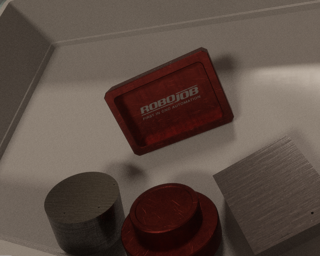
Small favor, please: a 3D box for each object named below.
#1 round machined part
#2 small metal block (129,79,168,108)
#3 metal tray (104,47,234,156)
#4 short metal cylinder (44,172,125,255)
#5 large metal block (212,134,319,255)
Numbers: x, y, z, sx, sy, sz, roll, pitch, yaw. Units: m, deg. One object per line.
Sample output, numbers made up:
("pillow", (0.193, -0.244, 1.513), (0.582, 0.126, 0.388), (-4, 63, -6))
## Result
("round machined part", (0.008, 0.091, 0.305), (0.098, 0.042, 0.098), (-12, 26, 6))
("small metal block", (-0.014, -0.042, 0.422), (0.050, 0.050, 0.025), (-7, 59, 24))
("metal tray", (0.011, -0.029, 0.374), (0.130, 0.090, 0.030), (-21, 18, 15))
("short metal cylinder", (-0.083, 0.094, 0.351), (0.080, 0.050, 0.080), (-4, 31, 3))
("large metal block", (0.109, 0.067, 0.291), (0.080, 0.050, 0.080), (-31, 52, 8))
